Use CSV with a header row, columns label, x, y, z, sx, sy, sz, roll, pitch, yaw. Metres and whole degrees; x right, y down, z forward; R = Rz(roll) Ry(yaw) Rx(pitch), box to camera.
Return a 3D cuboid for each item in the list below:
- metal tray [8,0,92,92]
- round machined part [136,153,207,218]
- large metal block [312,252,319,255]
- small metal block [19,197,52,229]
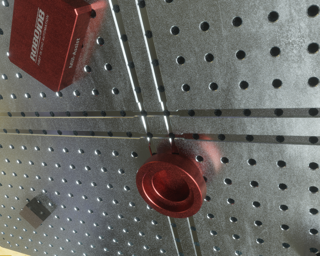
label,x,y,z,sx,sy,sz,roll,pitch,yaw
metal tray,-0.150,-0.123,0.411,0.090,0.030,0.129,34,129,5
round machined part,0.019,0.076,0.437,0.098,0.042,0.097,13,124,21
large metal block,0.228,0.213,0.387,0.080,0.080,0.050,38,129,2
small metal block,-0.269,0.185,0.668,0.050,0.025,0.050,44,129,-3
